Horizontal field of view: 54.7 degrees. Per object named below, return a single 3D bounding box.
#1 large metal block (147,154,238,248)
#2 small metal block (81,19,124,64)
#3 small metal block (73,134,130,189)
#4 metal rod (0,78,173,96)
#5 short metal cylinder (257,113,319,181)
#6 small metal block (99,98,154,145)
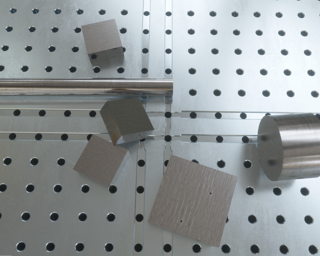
[{"bbox_3d":[0.037,0.087,0.367,0.080,0.050,0.080,18,71,6],"label":"large metal block"},{"bbox_3d":[-0.084,-0.129,0.458,0.050,0.025,0.050,-14,71,-6],"label":"small metal block"},{"bbox_3d":[-0.073,0.043,0.395,0.050,0.025,0.050,24,72,8],"label":"small metal block"},{"bbox_3d":[-0.133,-0.057,0.430,0.302,0.025,0.025,0,70,-1],"label":"metal rod"},{"bbox_3d":[0.157,0.022,0.376,0.050,0.080,0.080,-4,70,-2],"label":"short metal cylinder"},{"bbox_3d":[-0.043,-0.010,0.402,0.050,0.025,0.050,-10,66,-40],"label":"small metal block"}]
